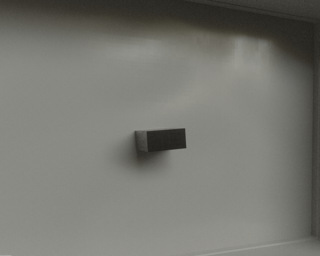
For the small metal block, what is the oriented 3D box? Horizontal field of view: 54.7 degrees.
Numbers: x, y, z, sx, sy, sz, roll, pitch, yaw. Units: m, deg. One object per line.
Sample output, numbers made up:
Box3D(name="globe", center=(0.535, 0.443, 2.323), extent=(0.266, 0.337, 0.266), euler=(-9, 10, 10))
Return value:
Box3D(name="small metal block", center=(0.000, 0.014, 0.398), extent=(0.050, 0.050, 0.025), euler=(-4, 92, -20))
